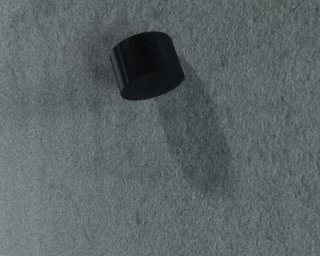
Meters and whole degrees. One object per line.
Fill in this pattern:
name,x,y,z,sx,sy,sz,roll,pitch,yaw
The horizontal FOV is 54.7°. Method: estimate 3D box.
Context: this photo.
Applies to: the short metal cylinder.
short metal cylinder,-0.016,-0.073,0.380,0.080,0.081,0.050,-28,73,36
